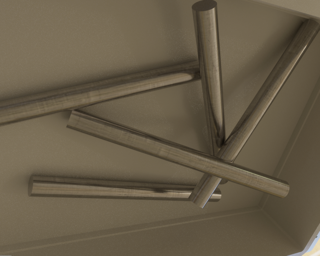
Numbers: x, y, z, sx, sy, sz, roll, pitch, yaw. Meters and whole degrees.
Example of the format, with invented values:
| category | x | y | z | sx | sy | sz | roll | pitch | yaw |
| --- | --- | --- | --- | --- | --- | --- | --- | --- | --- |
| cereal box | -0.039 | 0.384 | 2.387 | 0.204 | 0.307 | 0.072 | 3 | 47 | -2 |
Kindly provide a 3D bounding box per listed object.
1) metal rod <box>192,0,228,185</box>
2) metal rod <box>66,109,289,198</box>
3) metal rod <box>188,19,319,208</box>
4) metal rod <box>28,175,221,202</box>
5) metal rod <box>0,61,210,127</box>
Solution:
| category | x | y | z | sx | sy | sz | roll | pitch | yaw |
| --- | --- | --- | --- | --- | --- | --- | --- | --- | --- |
| metal rod | 0.073 | -0.019 | 0.412 | 0.025 | 0.025 | 0.299 | -27 | 135 | -11 |
| metal rod | 0.035 | 0.037 | 0.390 | 0.302 | 0.025 | 0.025 | 20 | 109 | -16 |
| metal rod | 0.132 | -0.020 | 0.434 | 0.025 | 0.025 | 0.299 | 34 | 89 | -39 |
| metal rod | -0.029 | 0.091 | 0.449 | 0.302 | 0.025 | 0.025 | 10 | 113 | -33 |
| metal rod | -0.080 | -0.036 | 0.342 | 0.302 | 0.025 | 0.025 | -16 | 125 | -20 |
